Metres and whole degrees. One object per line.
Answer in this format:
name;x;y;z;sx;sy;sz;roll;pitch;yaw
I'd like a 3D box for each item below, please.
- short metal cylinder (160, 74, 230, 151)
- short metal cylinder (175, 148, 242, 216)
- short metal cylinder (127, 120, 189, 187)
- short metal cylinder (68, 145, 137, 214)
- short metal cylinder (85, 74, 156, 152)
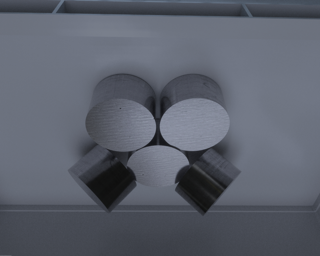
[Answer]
short metal cylinder;0.040;-0.018;0.376;0.081;0.050;0.079;0;130;0
short metal cylinder;0.066;0.074;0.427;0.050;0.081;0.079;40;129;18
short metal cylinder;-0.002;0.035;0.418;0.081;0.050;0.079;0;130;0
short metal cylinder;-0.078;0.069;0.421;0.050;0.080;0.080;-44;132;-22
short metal cylinder;-0.045;-0.017;0.374;0.081;0.050;0.079;0;130;0
